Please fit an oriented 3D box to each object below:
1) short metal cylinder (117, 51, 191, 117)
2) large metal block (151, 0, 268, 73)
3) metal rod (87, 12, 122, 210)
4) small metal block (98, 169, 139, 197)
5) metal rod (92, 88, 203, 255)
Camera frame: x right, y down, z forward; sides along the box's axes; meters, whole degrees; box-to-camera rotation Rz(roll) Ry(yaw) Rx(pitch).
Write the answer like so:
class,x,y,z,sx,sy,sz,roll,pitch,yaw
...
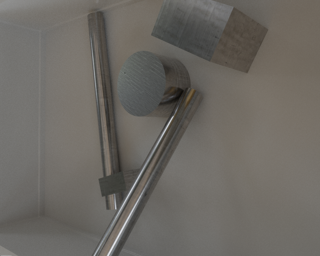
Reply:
class,x,y,z,sx,sy,sz,roll,pitch,yaw
short metal cylinder,-0.008,-0.054,0.396,0.080,0.050,0.079,0,90,39
large metal block,0.053,-0.101,0.326,0.080,0.081,0.050,34,111,34
metal rod,-0.084,-0.029,0.473,0.025,0.025,0.298,-11,83,39
small metal block,-0.047,0.074,0.427,0.050,0.050,0.025,-22,76,37
metal rod,-0.030,0.086,0.341,0.025,0.025,0.300,19,73,38
